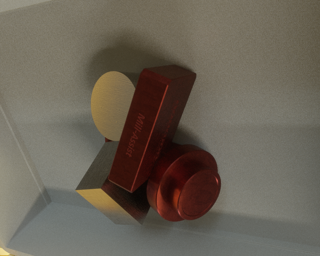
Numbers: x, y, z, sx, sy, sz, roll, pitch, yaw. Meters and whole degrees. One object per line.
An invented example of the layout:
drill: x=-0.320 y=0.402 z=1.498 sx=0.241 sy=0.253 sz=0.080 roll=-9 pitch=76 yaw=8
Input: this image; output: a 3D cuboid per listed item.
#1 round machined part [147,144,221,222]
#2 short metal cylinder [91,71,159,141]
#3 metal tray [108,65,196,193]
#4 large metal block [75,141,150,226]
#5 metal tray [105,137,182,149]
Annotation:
round machined part: x=0.036 y=0.073 z=0.380 sx=0.042 sy=0.099 sz=0.097 roll=29 pitch=136 yaw=49
short metal cylinder: x=-0.037 y=-0.027 z=0.373 sx=0.080 sy=0.050 sz=0.079 roll=5 pitch=99 yaw=38
metal tray: x=-0.007 y=-0.003 z=0.345 sx=0.030 sy=0.090 sz=0.129 roll=26 pitch=112 yaw=16
large metal block: x=-0.049 y=0.071 z=0.410 sx=0.050 sy=0.080 sz=0.080 roll=-13 pitch=128 yaw=39
metal tray: x=-0.014 y=0.057 z=0.443 sx=0.130 sy=0.030 sz=0.089 roll=16 pitch=125 yaw=18
